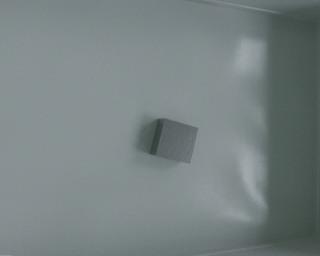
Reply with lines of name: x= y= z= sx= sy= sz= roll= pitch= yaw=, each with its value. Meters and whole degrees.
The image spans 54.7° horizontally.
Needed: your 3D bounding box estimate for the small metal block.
small metal block: x=0.019 y=0.018 z=0.419 sx=0.050 sy=0.025 sz=0.050 roll=15 pitch=85 yaw=-20
